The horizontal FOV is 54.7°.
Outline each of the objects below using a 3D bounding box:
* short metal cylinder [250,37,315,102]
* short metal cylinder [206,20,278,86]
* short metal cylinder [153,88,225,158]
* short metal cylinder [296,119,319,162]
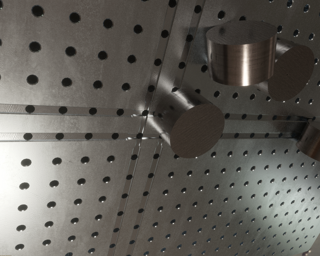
[{"bbox_3d":[0.167,-0.084,0.437,0.081,0.050,0.079,-14,125,-21],"label":"short metal cylinder"},{"bbox_3d":[0.097,-0.092,0.374,0.081,0.080,0.050,-22,127,-16],"label":"short metal cylinder"},{"bbox_3d":[0.038,-0.006,0.414,0.081,0.050,0.079,-14,124,-21],"label":"short metal cylinder"},{"bbox_3d":[0.295,0.024,0.555,0.081,0.080,0.050,3,117,-30],"label":"short metal cylinder"}]
